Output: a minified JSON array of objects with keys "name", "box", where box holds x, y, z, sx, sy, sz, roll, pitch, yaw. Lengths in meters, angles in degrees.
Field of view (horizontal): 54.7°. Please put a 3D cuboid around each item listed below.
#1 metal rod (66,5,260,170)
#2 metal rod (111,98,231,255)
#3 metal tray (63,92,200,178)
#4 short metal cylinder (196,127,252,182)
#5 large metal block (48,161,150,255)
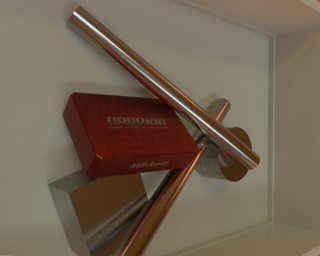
[{"name":"metal rod","box":[0.019,-0.037,0.384,0.301,0.025,0.025,37,67,-21]},{"name":"metal rod","box":[0.030,0.047,0.384,0.301,0.025,0.025,-50,121,-44]},{"name":"metal tray","box":[-0.029,0.005,0.342,0.131,0.030,0.090,0,46,-39]},{"name":"short metal cylinder","box":[0.095,0.038,0.469,0.081,0.050,0.079,0,90,-40]},{"name":"large metal block","box":[-0.061,0.084,0.335,0.081,0.050,0.080,-25,106,-38]}]
